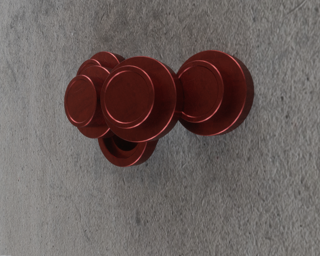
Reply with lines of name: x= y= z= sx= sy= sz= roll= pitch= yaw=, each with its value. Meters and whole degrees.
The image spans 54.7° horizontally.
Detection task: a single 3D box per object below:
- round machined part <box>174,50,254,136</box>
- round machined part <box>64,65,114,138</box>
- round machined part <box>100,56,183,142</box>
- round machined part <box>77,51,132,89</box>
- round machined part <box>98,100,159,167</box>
round machined part: x=0.051 y=-0.040 z=0.351 sx=0.098 sy=0.042 sz=0.097 roll=0 pitch=90 yaw=39
round machined part: x=-0.090 y=-0.035 z=0.412 sx=0.098 sy=0.042 sz=0.097 roll=0 pitch=90 yaw=39
round machined part: x=-0.027 y=-0.033 z=0.348 sx=0.098 sy=0.042 sz=0.097 roll=-1 pitch=88 yaw=26
round machined part: x=-0.090 y=-0.067 z=0.467 sx=0.098 sy=0.042 sz=0.097 roll=0 pitch=90 yaw=39
round machined part: x=-0.039 y=0.003 z=0.425 sx=0.098 sy=0.042 sz=0.097 roll=0 pitch=90 yaw=39
